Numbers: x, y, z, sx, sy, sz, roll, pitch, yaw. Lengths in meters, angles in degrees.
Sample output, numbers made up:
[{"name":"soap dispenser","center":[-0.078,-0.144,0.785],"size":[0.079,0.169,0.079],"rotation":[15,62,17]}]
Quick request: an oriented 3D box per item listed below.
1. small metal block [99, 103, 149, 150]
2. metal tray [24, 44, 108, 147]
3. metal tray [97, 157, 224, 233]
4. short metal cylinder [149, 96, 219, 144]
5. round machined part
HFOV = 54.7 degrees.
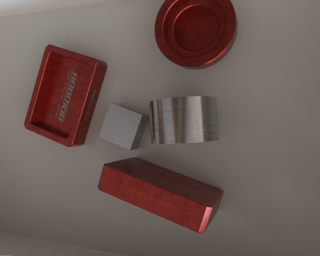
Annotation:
[{"name":"small metal block","center":[-0.049,-0.003,0.427],"size":[0.050,0.025,0.050],"rotation":[22,97,18]},{"name":"metal tray","center":[-0.140,-0.047,0.455],"size":[0.090,0.030,0.129],"rotation":[20,97,18]},{"name":"metal tray","center":[0.004,0.074,0.373],"size":[0.130,0.090,0.030],"rotation":[18,96,18]},{"name":"short metal cylinder","center":[0.029,-0.008,0.371],"size":[0.080,0.080,0.050],"rotation":[-4,89,19]},{"name":"round machined part","center":[0.046,-0.121,0.385],"size":[0.098,0.042,0.097],"rotation":[0,90,19]}]
